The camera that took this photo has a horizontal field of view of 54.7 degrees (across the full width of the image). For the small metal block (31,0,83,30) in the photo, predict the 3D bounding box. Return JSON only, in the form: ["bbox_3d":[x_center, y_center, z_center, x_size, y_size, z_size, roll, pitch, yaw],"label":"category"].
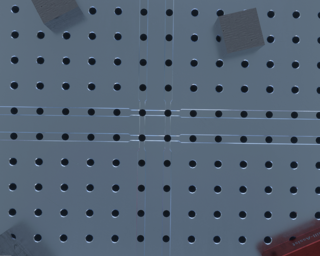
[{"bbox_3d":[-0.139,-0.168,0.411,0.050,0.025,0.050,-27,90,-1],"label":"small metal block"}]

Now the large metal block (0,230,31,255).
[{"bbox_3d":[-0.212,0.196,0.398,0.080,0.050,0.080,-41,91,0],"label":"large metal block"}]

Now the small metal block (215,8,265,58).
[{"bbox_3d":[0.106,-0.127,0.415,0.050,0.025,0.050,-14,90,-1],"label":"small metal block"}]

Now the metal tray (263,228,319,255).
[{"bbox_3d":[0.217,0.188,0.414,0.131,0.030,0.090,-23,90,-1],"label":"metal tray"}]
